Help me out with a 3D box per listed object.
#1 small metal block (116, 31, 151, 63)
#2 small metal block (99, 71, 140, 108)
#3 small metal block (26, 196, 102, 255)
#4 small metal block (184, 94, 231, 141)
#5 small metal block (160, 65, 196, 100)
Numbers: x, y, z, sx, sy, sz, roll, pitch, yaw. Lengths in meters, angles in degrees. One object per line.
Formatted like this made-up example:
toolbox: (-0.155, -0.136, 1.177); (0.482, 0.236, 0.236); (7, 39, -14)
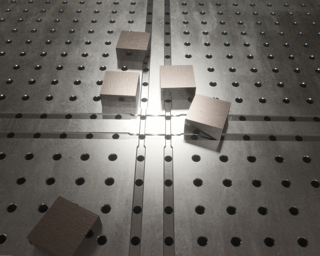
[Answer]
small metal block: (-0.044, -0.138, 0.523); (0.050, 0.025, 0.050); (5, 50, 4)
small metal block: (-0.057, -0.057, 0.455); (0.050, 0.025, 0.050); (3, 50, 2)
small metal block: (-0.096, 0.106, 0.318); (0.050, 0.025, 0.050); (21, 53, 16)
small metal block: (0.065, -0.016, 0.422); (0.050, 0.025, 0.050); (16, 52, 13)
small metal block: (0.026, -0.069, 0.466); (0.050, 0.025, 0.050); (-1, 50, -2)
